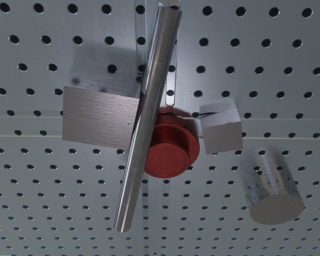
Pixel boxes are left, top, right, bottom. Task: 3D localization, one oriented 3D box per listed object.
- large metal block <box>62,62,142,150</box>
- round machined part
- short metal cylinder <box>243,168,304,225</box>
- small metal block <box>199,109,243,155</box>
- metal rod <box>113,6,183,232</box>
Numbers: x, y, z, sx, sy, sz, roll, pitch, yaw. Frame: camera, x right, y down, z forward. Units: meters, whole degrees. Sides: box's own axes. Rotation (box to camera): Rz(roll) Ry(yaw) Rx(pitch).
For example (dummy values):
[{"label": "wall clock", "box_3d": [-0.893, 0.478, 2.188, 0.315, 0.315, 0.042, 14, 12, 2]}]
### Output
[{"label": "large metal block", "box_3d": [-0.070, -0.025, 0.374, 0.081, 0.050, 0.079, 10, 130, -8]}, {"label": "round machined part", "box_3d": [0.006, 0.032, 0.428, 0.099, 0.042, 0.097, 0, 130, 0]}, {"label": "short metal cylinder", "box_3d": [0.178, 0.109, 0.490, 0.081, 0.050, 0.079, 0, 130, 0]}, {"label": "small metal block", "box_3d": [0.083, 0.006, 0.418, 0.050, 0.025, 0.050, -10, 130, 8]}, {"label": "metal rod", "box_3d": [-0.022, 0.010, 0.376, 0.025, 0.025, 0.298, 10, 116, -9]}]
